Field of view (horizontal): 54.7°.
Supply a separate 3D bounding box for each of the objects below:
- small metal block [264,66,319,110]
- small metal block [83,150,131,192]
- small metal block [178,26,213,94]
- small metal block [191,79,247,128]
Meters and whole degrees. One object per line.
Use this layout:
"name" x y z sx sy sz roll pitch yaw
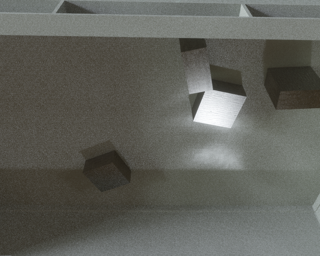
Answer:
"small metal block" 0.154 -0.047 0.355 0.050 0.050 0.025 -2 130 1
"small metal block" -0.078 0.066 0.464 0.050 0.025 0.050 -20 128 16
"small metal block" 0.038 -0.073 0.331 0.025 0.050 0.050 -10 130 8
"small metal block" 0.072 -0.031 0.384 0.050 0.025 0.050 10 129 -9
